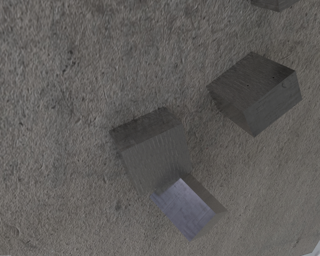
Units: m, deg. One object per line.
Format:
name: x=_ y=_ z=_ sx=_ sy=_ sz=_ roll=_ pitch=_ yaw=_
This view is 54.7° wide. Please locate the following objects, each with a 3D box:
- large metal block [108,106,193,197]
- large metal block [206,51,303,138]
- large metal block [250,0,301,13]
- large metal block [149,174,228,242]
large metal block: x=-0.011 y=0.030 z=0.403 sx=0.080 sy=0.050 sz=0.080 roll=-25 pitch=128 yaw=-13
large metal block: x=0.123 y=-0.047 z=0.409 sx=0.080 sy=0.080 sz=0.050 roll=-38 pitch=129 yaw=-3
large metal block: x=0.146 y=-0.192 z=0.351 sx=0.080 sy=0.050 sz=0.080 roll=-32 pitch=129 yaw=-8
large metal block: x=0.044 y=0.110 z=0.445 sx=0.050 sy=0.080 sz=0.080 roll=-49 pitch=155 yaw=7
